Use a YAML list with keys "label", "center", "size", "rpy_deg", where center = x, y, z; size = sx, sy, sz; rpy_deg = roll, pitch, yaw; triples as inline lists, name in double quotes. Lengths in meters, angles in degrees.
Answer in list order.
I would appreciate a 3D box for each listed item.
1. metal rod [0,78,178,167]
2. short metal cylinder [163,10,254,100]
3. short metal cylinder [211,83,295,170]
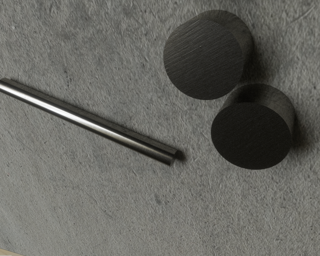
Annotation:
- label: "metal rod"
  center: [-0.116, -0.013, 0.459]
  size: [0.301, 0.025, 0.025]
  rpy_deg: [22, 127, 14]
- label: "short metal cylinder"
  center: [0.050, -0.075, 0.318]
  size: [0.080, 0.050, 0.079]
  rpy_deg: [13, 124, 21]
- label: "short metal cylinder"
  center: [0.102, -0.002, 0.336]
  size: [0.080, 0.050, 0.079]
  rpy_deg: [13, 124, 21]
